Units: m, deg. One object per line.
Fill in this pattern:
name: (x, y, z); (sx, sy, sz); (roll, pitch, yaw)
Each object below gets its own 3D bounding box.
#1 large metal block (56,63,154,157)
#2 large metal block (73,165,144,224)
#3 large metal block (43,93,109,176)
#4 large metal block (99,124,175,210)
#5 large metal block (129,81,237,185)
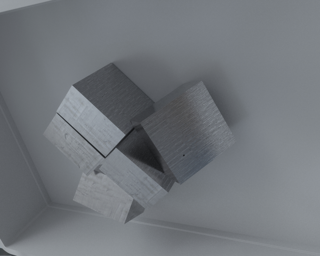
large metal block: (-0.065, -0.025, 0.388); (0.080, 0.080, 0.050); (43, 129, -2)
large metal block: (-0.064, 0.091, 0.451); (0.080, 0.080, 0.050); (20, 92, 16)
large metal block: (-0.093, 0.004, 0.422); (0.080, 0.080, 0.050); (44, 129, -3)
large metal block: (-0.017, 0.044, 0.405); (0.080, 0.080, 0.050); (41, 129, 0)
large metal block: (0.025, 0.003, 0.351); (0.080, 0.080, 0.050); (58, 167, -13)
